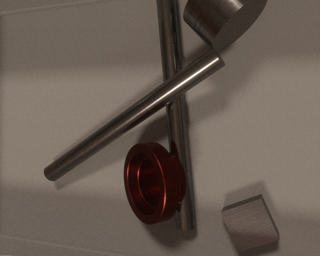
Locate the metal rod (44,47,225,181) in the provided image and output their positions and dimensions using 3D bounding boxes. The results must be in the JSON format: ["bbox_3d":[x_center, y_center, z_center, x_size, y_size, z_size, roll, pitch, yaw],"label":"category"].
[{"bbox_3d":[-0.049,-0.006,0.408,0.300,0.025,0.025,-33,80,23],"label":"metal rod"}]

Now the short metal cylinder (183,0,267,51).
[{"bbox_3d":[0.074,-0.135,0.355,0.080,0.080,0.050,-43,77,15],"label":"short metal cylinder"}]

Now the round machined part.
[{"bbox_3d":[-0.004,0.066,0.385,0.098,0.042,0.097,9,100,56],"label":"round machined part"}]

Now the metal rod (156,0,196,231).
[{"bbox_3d":[0.021,-0.020,0.402,0.025,0.025,0.298,-6,88,19],"label":"metal rod"}]

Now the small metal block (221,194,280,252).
[{"bbox_3d":[0.108,0.114,0.372,0.050,0.025,0.050,-25,82,18],"label":"small metal block"}]
